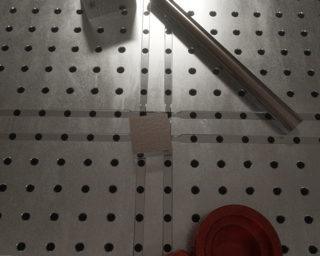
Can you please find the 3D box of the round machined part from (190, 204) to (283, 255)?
[{"bbox_3d":[0.081,0.139,0.348,0.099,0.042,0.098,4,67,-8],"label":"round machined part"}]

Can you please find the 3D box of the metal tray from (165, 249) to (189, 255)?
[{"bbox_3d":[0.013,0.211,0.332,0.091,0.030,0.130,-22,72,-8],"label":"metal tray"}]

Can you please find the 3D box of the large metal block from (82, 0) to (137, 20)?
[{"bbox_3d":[-0.083,-0.218,0.461,0.081,0.080,0.050,-18,71,-7],"label":"large metal block"}]

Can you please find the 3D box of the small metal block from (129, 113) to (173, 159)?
[{"bbox_3d":[-0.012,0.011,0.408,0.050,0.025,0.050,-7,70,-3],"label":"small metal block"}]

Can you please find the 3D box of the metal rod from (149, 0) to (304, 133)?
[{"bbox_3d":[0.085,-0.109,0.452,0.025,0.025,0.300,-39,75,-13],"label":"metal rod"}]
